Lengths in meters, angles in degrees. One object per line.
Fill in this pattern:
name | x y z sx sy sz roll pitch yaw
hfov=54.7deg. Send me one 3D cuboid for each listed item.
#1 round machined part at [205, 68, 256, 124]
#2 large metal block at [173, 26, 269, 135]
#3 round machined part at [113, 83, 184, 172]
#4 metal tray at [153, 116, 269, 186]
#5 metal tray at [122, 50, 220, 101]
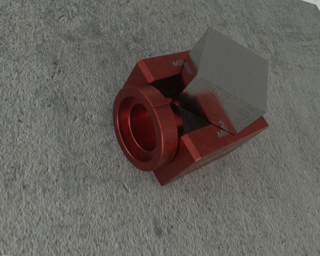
round machined part | 0.091 -0.038 0.432 0.042 0.097 0.098 -17 71 -35
large metal block | 0.069 -0.052 0.341 0.080 0.050 0.080 26 52 -12
round machined part | -0.011 -0.003 0.355 0.042 0.097 0.098 -17 71 -35
metal tray | 0.062 0.022 0.383 0.131 0.090 0.030 -19 72 -36
metal tray | 0.014 -0.060 0.411 0.131 0.090 0.030 -20 73 -36
